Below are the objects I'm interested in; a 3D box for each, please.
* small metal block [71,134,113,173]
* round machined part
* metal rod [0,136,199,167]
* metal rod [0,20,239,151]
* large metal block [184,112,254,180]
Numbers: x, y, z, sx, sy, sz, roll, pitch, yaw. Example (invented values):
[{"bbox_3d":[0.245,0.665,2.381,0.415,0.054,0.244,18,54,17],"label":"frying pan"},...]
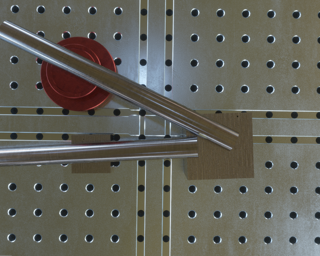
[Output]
[{"bbox_3d":[-0.089,0.034,0.413,0.050,0.025,0.050,0,90,-1],"label":"small metal block"},{"bbox_3d":[-0.107,-0.071,0.403,0.099,0.042,0.097,0,90,-1],"label":"round machined part"},{"bbox_3d":[-0.104,0.032,0.385,0.301,0.025,0.025,-4,90,10],"label":"metal rod"},{"bbox_3d":[-0.049,-0.050,0.364,0.301,0.025,0.025,26,90,2],"label":"metal rod"},{"bbox_3d":[0.072,0.022,0.399,0.081,0.050,0.079,-2,90,-1],"label":"large metal block"}]
